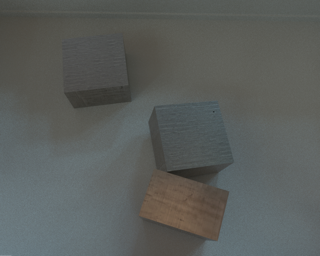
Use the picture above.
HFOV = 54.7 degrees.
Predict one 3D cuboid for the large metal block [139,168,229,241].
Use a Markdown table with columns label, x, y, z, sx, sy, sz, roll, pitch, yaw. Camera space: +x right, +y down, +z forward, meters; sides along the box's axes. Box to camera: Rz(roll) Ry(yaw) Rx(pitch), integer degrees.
| label | x | y | z | sx | sy | sz | roll | pitch | yaw |
| --- | --- | --- | --- | --- | --- | --- | --- | --- | --- |
| large metal block | 0.025 | 0.089 | 0.348 | 0.080 | 0.080 | 0.050 | 16 | 71 | 5 |

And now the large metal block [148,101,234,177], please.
| label | x | y | z | sx | sy | sz | roll | pitch | yaw |
| --- | --- | --- | --- | --- | --- | --- | --- | --- | --- |
| large metal block | 0.035 | 0.016 | 0.384 | 0.081 | 0.050 | 0.080 | -6 | 70 | -14 |

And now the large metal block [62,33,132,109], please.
| label | x | y | z | sx | sy | sz | roll | pitch | yaw |
| --- | --- | --- | --- | --- | --- | --- | --- | --- | --- |
| large metal block | -0.085 | -0.078 | 0.424 | 0.081 | 0.050 | 0.080 | -7 | 70 | -3 |
